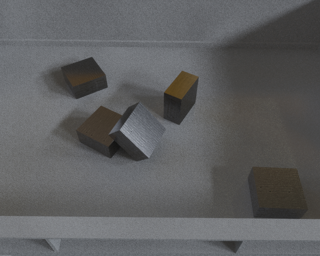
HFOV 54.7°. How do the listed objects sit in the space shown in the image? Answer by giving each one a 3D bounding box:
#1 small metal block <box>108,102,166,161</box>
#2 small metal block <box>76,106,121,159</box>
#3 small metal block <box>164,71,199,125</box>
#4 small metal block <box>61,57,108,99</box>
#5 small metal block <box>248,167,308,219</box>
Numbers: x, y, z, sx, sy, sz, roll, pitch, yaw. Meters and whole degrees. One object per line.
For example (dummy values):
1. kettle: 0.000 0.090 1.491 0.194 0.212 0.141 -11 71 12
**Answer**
1. small metal block: -0.027 0.005 0.383 0.050 0.025 0.050 46 51 -20
2. small metal block: -0.070 0.004 0.401 0.050 0.025 0.050 25 54 19
3. small metal block: 0.029 -0.041 0.424 0.025 0.050 0.050 24 54 18
4. small metal block: -0.114 -0.076 0.468 0.050 0.025 0.050 -25 55 -20
5. small metal block: 0.129 0.072 0.346 0.050 0.025 0.050 2 50 1
